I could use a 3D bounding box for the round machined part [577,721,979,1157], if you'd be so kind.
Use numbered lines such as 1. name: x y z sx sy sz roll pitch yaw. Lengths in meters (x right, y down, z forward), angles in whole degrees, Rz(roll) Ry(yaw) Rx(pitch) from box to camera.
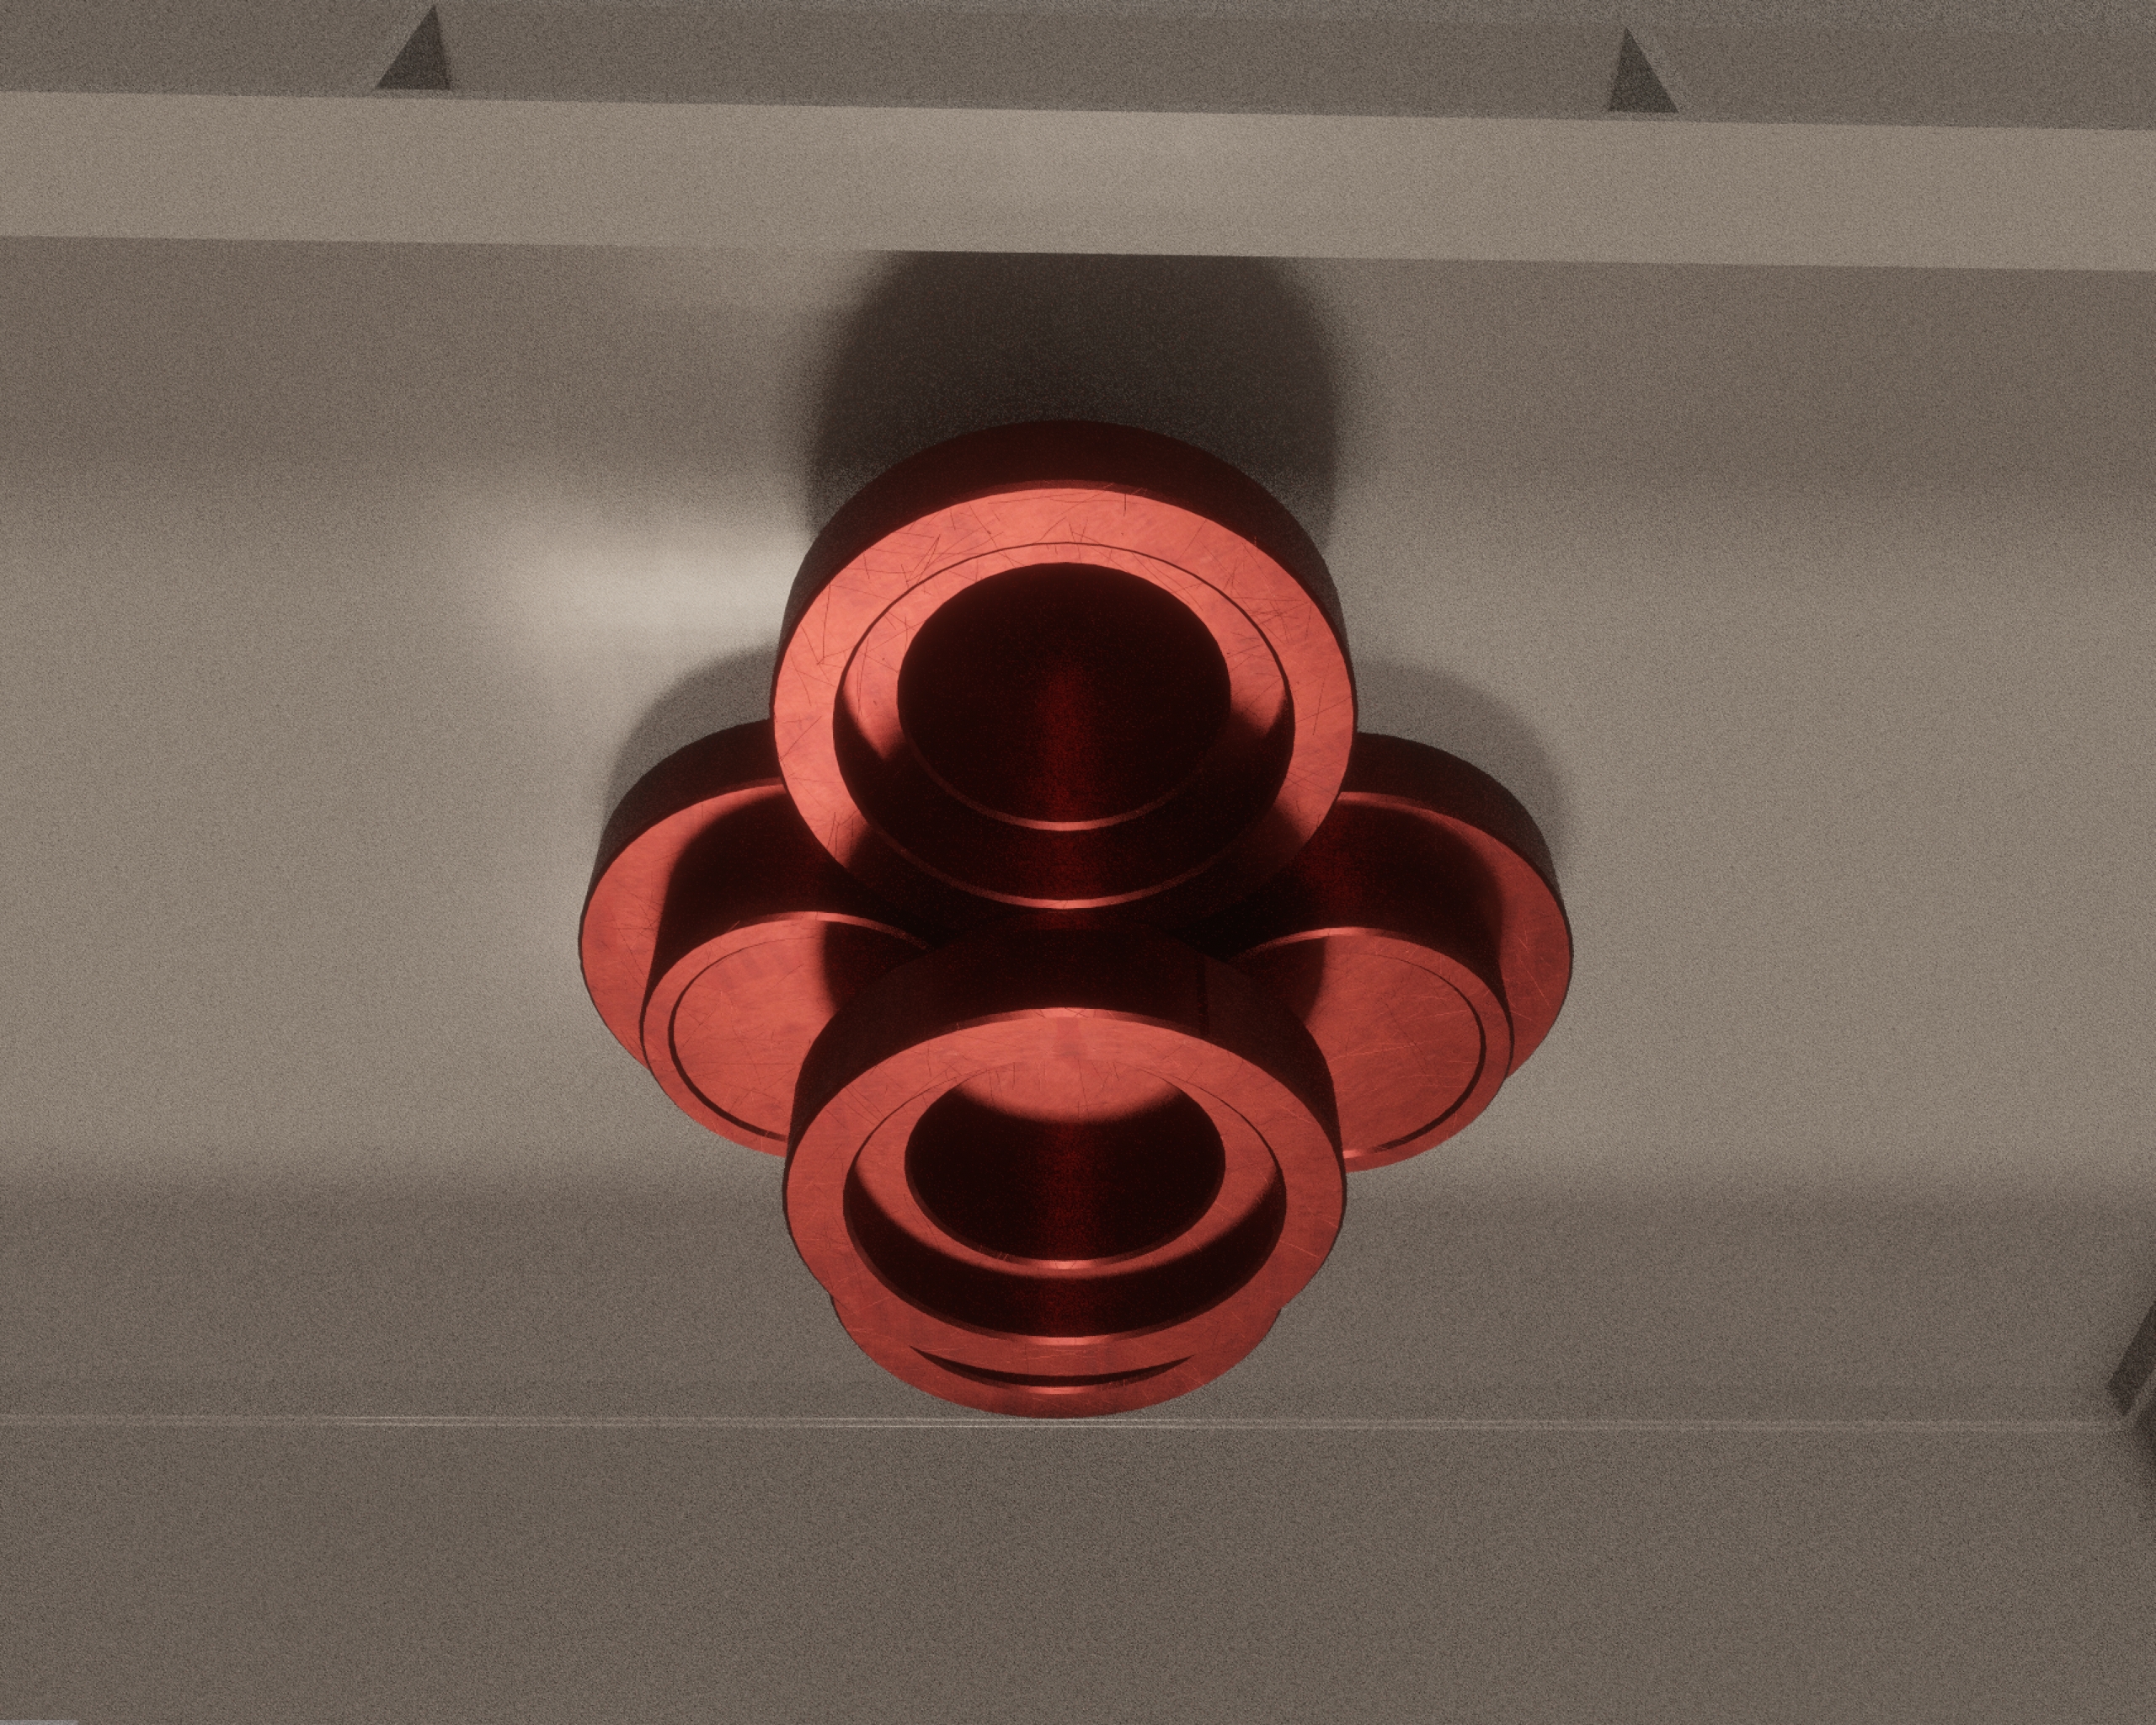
1. round machined part: -0.050 0.022 0.414 0.099 0.042 0.097 -1 130 0

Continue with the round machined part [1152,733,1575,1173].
1. round machined part: 0.050 0.025 0.417 0.099 0.042 0.097 -1 130 0

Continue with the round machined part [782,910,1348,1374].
1. round machined part: -0.002 0.047 0.380 0.099 0.042 0.097 -1 130 0

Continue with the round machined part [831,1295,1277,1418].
1. round machined part: -0.004 0.077 0.461 0.099 0.042 0.097 -1 130 0

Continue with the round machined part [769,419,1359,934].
1. round machined part: -0.002 -0.034 0.366 0.099 0.042 0.097 -1 130 0
